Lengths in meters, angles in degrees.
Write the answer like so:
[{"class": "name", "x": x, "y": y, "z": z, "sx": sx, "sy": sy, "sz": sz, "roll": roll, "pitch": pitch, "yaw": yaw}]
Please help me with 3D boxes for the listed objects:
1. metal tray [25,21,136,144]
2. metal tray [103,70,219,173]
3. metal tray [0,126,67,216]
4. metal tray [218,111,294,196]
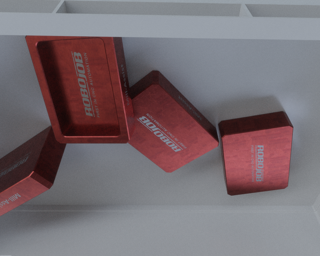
[{"class": "metal tray", "x": -0.082, "y": -0.045, "z": 0.340, "sx": 0.090, "sy": 0.030, "sz": 0.129, "roll": -1, "pitch": 119, "yaw": 10}, {"class": "metal tray", "x": 0.004, "y": -0.002, "z": 0.404, "sx": 0.090, "sy": 0.030, "sz": 0.130, "roll": -34, "pitch": 123, "yaw": 25}, {"class": "metal tray", "x": -0.189, "y": 0.062, "z": 0.416, "sx": 0.130, "sy": 0.090, "sz": 0.030, "roll": -29, "pitch": 125, "yaw": 22}, {"class": "metal tray", "x": 0.136, "y": 0.041, "z": 0.443, "sx": 0.090, "sy": 0.030, "sz": 0.129, "roll": -9, "pitch": 130, "yaw": 7}]
